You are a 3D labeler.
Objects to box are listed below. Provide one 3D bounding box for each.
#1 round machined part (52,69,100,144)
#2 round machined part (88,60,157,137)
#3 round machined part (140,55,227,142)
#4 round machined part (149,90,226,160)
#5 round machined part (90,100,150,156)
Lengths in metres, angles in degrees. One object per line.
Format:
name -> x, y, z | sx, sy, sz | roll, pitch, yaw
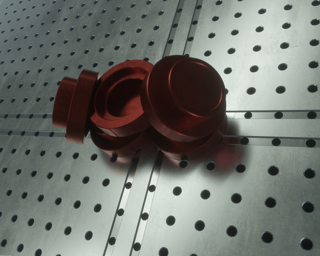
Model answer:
round machined part -> -0.110, -0.030, 0.406 | 0.042, 0.098, 0.098 | 13, 62, -8
round machined part -> -0.036, -0.032, 0.379 | 0.098, 0.042, 0.098 | -13, 56, 20
round machined part -> 0.032, -0.037, 0.337 | 0.042, 0.099, 0.098 | -37, 35, 59
round machined part -> 0.030, -0.013, 0.388 | 0.098, 0.042, 0.098 | -13, 56, 20
round machined part -> -0.057, -0.013, 0.433 | 0.098, 0.042, 0.098 | -13, 56, 20
